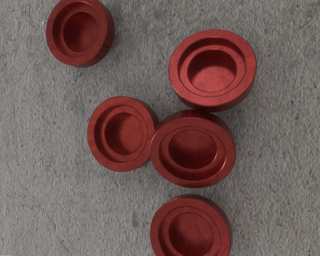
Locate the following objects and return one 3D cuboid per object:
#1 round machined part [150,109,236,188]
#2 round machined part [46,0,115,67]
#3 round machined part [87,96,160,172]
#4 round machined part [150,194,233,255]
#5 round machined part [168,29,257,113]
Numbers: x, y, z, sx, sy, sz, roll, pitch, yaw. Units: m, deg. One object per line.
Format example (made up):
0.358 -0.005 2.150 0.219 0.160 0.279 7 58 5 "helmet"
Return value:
0.040 0.021 0.371 0.098 0.042 0.097 4 120 7 "round machined part"
-0.107 -0.133 0.438 0.098 0.042 0.097 0 90 20 "round machined part"
-0.044 0.008 0.415 0.098 0.042 0.097 0 90 20 "round machined part"
0.041 0.131 0.385 0.098 0.042 0.097 0 90 20 "round machined part"
0.062 -0.063 0.368 0.098 0.042 0.098 -4 71 11 "round machined part"
